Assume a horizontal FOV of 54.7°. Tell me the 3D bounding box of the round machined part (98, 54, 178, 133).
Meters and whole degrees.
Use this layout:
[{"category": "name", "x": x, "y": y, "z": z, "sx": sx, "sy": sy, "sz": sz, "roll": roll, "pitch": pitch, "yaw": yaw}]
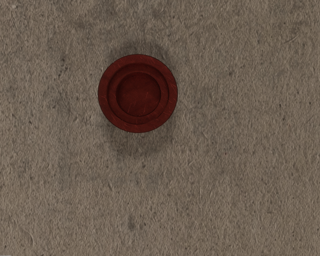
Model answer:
[{"category": "round machined part", "x": -0.027, "y": -0.043, "z": 0.401, "sx": 0.099, "sy": 0.042, "sz": 0.097, "roll": 0, "pitch": 90, "yaw": -1}]
